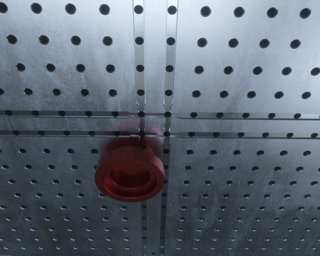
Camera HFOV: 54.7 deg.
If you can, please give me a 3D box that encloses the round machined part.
[{"bbox_3d":[-0.043,0.062,0.453,0.099,0.042,0.097,-1,130,0],"label":"round machined part"}]
